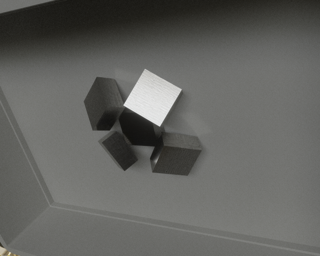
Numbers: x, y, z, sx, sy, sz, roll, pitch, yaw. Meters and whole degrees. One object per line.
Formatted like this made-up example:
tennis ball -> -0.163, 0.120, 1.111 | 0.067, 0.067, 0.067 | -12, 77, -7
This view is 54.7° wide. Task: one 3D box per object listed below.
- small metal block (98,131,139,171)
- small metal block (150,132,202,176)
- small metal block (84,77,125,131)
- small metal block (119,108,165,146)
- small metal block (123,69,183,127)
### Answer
small metal block -> -0.061, 0.032, 0.443 | 0.050, 0.025, 0.050 | 53, 166, -10
small metal block -> 0.019, 0.035, 0.403 | 0.050, 0.025, 0.050 | 8, 130, -18
small metal block -> -0.075, -0.031, 0.410 | 0.050, 0.025, 0.050 | -50, 52, 40
small metal block -> -0.024, -0.004, 0.416 | 0.050, 0.025, 0.050 | 2, 119, 27
small metal block -> -0.007, -0.035, 0.373 | 0.050, 0.025, 0.050 | 31, 91, 8
